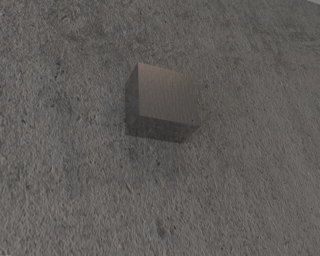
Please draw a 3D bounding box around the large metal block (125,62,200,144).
[{"bbox_3d":[0.001,-0.031,0.407,0.081,0.050,0.080,10,57,-23],"label":"large metal block"}]
